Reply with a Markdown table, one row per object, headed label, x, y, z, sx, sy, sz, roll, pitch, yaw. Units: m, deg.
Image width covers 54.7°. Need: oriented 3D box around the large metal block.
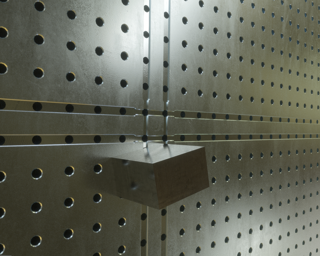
| label | x | y | z | sx | sy | sz | roll | pitch | yaw |
| --- | --- | --- | --- | --- | --- | --- | --- | --- | --- |
| large metal block | 0.000 | 0.053 | 0.376 | 0.081 | 0.080 | 0.050 | -13 | 99 | -40 |
